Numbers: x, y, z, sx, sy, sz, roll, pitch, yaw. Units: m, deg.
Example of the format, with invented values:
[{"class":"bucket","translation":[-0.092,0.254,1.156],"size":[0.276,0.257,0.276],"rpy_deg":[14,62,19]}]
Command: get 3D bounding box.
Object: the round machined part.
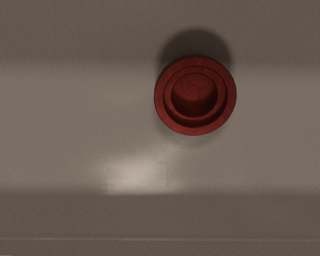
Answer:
[{"class":"round machined part","translation":[0.042,-0.043,0.387],"size":[0.099,0.042,0.097],"rpy_deg":[0,110,-1]}]
